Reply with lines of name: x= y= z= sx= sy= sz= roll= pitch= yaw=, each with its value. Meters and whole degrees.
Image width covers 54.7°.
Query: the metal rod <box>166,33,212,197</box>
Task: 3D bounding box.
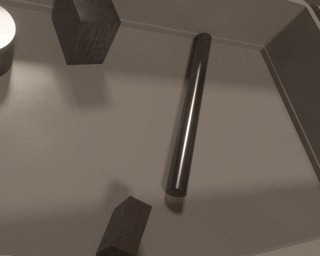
metal rod: x=0.049 y=-0.040 z=0.458 sx=0.025 sy=0.025 sz=0.300 roll=24 pitch=53 yaw=-14

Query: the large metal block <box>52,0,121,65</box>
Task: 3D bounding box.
large metal block: x=-0.099 y=-0.139 z=0.403 sx=0.050 sy=0.080 sz=0.080 roll=-10 pitch=67 yaw=-33

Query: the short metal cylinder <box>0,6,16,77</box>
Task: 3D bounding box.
short metal cylinder: x=-0.204 y=-0.098 z=0.339 sx=0.081 sy=0.050 sz=0.080 roll=14 pitch=56 yaw=-21

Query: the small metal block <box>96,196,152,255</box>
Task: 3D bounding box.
small metal block: x=-0.036 y=0.102 z=0.309 sx=0.025 sy=0.050 sz=0.050 roll=29 pitch=52 yaw=-11
